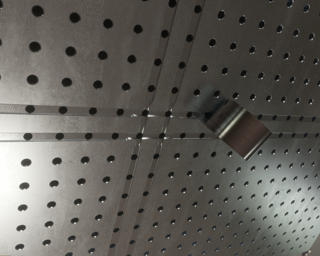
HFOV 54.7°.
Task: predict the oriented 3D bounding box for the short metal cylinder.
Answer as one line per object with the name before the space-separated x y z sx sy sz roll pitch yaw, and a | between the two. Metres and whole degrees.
short metal cylinder | 0.110 0.002 0.439 0.050 0.080 0.080 -49 129 6
